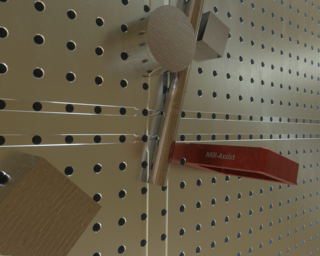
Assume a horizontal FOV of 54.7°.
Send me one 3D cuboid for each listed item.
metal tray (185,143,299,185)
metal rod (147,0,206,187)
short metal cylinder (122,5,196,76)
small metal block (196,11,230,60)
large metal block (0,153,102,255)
[{"bbox_3d":[0.112,0.050,0.438,0.091,0.130,0.030,22,77,-38],"label":"metal tray"},{"bbox_3d":[0.028,-0.068,0.434,0.025,0.025,0.299,21,77,-39],"label":"metal rod"},{"bbox_3d":[0.000,-0.109,0.394,0.081,0.050,0.079,0,90,-40],"label":"short metal cylinder"},{"bbox_3d":[0.078,-0.141,0.477,0.050,0.025,0.050,27,73,-37],"label":"small metal block"},{"bbox_3d":[-0.118,0.082,0.295,0.080,0.050,0.080,50,60,-29],"label":"large metal block"}]
